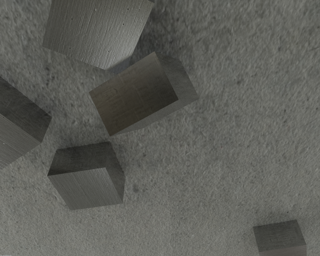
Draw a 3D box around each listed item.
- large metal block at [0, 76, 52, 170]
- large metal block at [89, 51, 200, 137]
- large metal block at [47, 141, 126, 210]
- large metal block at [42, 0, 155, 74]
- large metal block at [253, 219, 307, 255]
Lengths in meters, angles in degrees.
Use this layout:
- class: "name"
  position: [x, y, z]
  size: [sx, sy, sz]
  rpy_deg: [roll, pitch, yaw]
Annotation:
- class: "large metal block"
  position: [-0.199, -0.004, 0.385]
  size: [0.080, 0.050, 0.080]
  rpy_deg: [-30, 124, 22]
- class: "large metal block"
  position: [-0.013, -0.035, 0.332]
  size: [0.080, 0.080, 0.050]
  rpy_deg: [-27, 86, 21]
- class: "large metal block"
  position: [-0.102, 0.071, 0.450]
  size: [0.080, 0.050, 0.080]
  rpy_deg: [-9, 130, 7]
- class: "large metal block"
  position: [-0.058, -0.108, 0.298]
  size: [0.081, 0.050, 0.079]
  rpy_deg: [19, 128, -16]
- class: "large metal block"
  position: [0.226, 0.223, 0.585]
  size: [0.080, 0.050, 0.080]
  rpy_deg: [-14, 129, 11]
